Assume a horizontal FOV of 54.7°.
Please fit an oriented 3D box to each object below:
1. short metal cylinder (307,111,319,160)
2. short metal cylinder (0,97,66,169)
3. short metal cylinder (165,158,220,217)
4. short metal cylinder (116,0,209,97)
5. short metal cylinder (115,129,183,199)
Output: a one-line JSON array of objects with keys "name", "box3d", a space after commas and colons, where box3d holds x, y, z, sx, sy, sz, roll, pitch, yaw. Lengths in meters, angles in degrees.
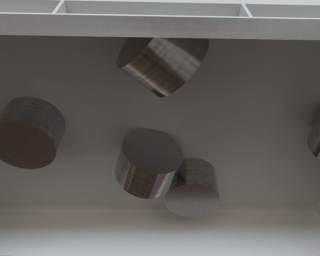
[{"name": "short metal cylinder", "box3d": [0.233, 0.008, 0.384, 0.081, 0.080, 0.050, 2, 130, -2]}, {"name": "short metal cylinder", "box3d": [-0.168, 0.007, 0.396, 0.081, 0.050, 0.079, 0, 130, 0]}, {"name": "short metal cylinder", "box3d": [0.047, 0.091, 0.471, 0.081, 0.050, 0.079, 0, 130, 0]}, {"name": "short metal cylinder", "box3d": [0.002, -0.077, 0.307, 0.050, 0.080, 0.080, 35, 122, -26]}, {"name": "short metal cylinder", "box3d": [-0.016, 0.046, 0.412, 0.081, 0.080, 0.050, 12, 129, -11]}]
